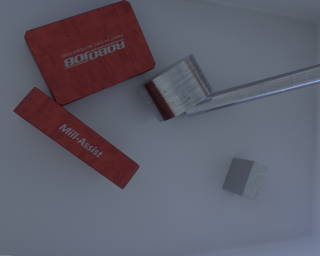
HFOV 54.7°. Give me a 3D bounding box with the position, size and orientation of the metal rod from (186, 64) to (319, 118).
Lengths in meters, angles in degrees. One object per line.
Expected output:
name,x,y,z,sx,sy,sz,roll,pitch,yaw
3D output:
metal rod,0.180,-0.064,0.412,0.301,0.025,0.025,-15,96,6

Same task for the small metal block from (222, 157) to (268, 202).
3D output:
small metal block,0.121,0.072,0.444,0.025,0.050,0.050,25,82,-19

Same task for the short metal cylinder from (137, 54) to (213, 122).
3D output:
short metal cylinder,0.019,-0.050,0.389,0.080,0.080,0.050,-35,102,-17

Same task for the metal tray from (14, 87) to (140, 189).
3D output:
metal tray,-0.092,0.012,0.342,0.130,0.090,0.030,39,78,-16

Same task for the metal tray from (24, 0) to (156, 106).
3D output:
metal tray,-0.082,-0.091,0.378,0.131,0.030,0.090,-26,99,-19
